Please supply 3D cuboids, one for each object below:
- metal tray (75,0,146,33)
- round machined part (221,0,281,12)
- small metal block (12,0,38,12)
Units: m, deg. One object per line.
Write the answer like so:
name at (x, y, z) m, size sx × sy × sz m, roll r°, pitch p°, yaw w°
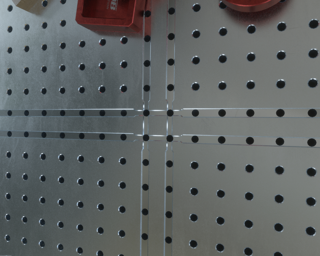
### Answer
metal tray at (-0.064, -0.204, 0.432) m, size 0.090 × 0.030 × 0.129 m, roll 10°, pitch 93°, yaw 19°
round machined part at (0.111, -0.185, 0.364) m, size 0.098 × 0.042 × 0.097 m, roll 0°, pitch 90°, yaw 20°
small metal block at (-0.214, -0.223, 0.488) m, size 0.050 × 0.025 × 0.050 m, roll -40°, pitch 78°, yaw 15°
